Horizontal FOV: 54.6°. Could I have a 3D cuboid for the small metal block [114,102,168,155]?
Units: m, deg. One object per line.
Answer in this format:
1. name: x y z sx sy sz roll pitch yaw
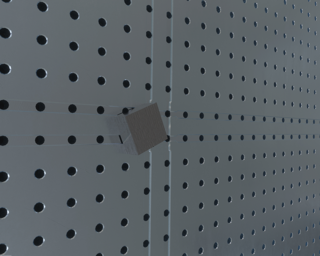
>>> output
1. small metal block: -0.023 0.000 0.389 0.050 0.025 0.050 -28 108 -36
